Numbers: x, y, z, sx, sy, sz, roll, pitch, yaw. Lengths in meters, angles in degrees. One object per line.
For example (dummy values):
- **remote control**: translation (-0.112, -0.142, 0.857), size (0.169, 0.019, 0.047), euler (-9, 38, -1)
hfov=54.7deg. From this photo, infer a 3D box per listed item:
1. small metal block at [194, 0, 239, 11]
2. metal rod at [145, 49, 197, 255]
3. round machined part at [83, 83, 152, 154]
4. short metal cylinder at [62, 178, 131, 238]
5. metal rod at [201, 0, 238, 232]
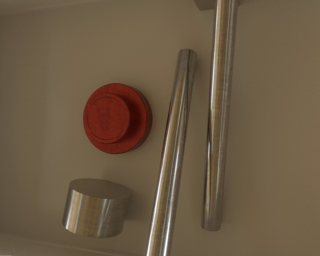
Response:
- **small metal block**: translation (0.068, -0.166, 0.373), size (0.050, 0.050, 0.025), euler (0, 90, 19)
- **metal rod**: translation (0.012, 0.042, 0.343), size (0.025, 0.025, 0.299), euler (1, 67, 19)
- **round machined part**: translation (-0.064, -0.013, 0.423), size (0.098, 0.042, 0.097), euler (0, 90, 19)
- **short metal cylinder**: translation (-0.083, 0.103, 0.409), size (0.080, 0.080, 0.050), euler (14, 95, 19)
- **metal rod**: translation (0.068, -0.022, 0.358), size (0.025, 0.025, 0.298), euler (6, 102, 19)
